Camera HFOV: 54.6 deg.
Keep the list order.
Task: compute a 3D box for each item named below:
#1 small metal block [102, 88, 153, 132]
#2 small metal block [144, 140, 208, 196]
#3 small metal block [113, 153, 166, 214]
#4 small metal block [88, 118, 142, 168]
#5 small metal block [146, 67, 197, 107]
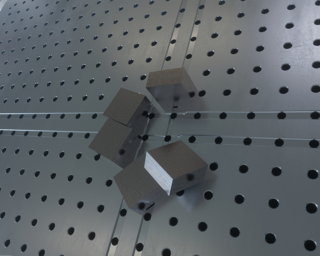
[{"bbox_3d":[-0.047,-0.026,0.450,0.050,0.025,0.050,22,73,36],"label":"small metal block"},{"bbox_3d":[0.018,0.044,0.356,0.050,0.025,0.050,-16,42,-32],"label":"small metal block"},{"bbox_3d":[-0.022,0.067,0.380,0.050,0.025,0.050,-38,51,2],"label":"small metal block"},{"bbox_3d":[-0.063,0.020,0.430,0.050,0.025,0.050,23,74,36],"label":"small metal block"},{"bbox_3d":[0.016,-0.053,0.417,0.050,0.050,0.025,-3,60,27],"label":"small metal block"}]
